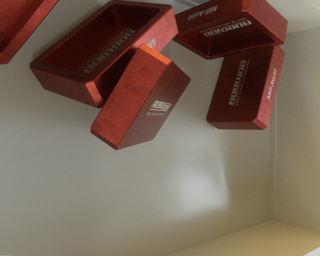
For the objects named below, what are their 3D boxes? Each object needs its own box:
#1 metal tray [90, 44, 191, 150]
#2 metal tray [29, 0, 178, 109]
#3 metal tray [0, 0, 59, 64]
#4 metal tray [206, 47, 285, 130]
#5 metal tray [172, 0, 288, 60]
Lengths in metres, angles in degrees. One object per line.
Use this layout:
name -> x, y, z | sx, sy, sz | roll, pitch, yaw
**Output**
metal tray -> -0.012, -0.028, 0.322 | 0.090, 0.030, 0.130 | -58, 170, 9
metal tray -> -0.053, -0.082, 0.315 | 0.130, 0.090, 0.030 | -51, 143, -28
metal tray -> -0.126, -0.119, 0.234 | 0.090, 0.130, 0.030 | 28, 29, -45
metal tray -> 0.129, -0.062, 0.471 | 0.030, 0.090, 0.130 | 30, 72, -36
metal tray -> 0.085, -0.130, 0.409 | 0.091, 0.130, 0.030 | 18, 79, -39
